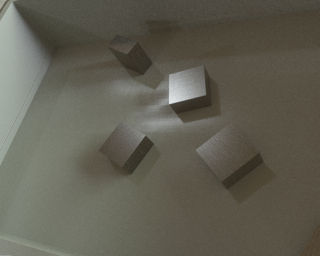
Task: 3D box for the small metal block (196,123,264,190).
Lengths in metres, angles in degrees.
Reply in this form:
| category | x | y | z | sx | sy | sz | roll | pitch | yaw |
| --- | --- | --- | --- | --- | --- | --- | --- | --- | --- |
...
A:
| category | x | y | z | sx | sy | sz | roll | pitch | yaw |
| --- | --- | --- | --- | --- | --- | --- | --- | --- | --- |
| small metal block | 0.077 | 0.031 | 0.346 | 0.050 | 0.025 | 0.050 | -38 | 51 | 2 |

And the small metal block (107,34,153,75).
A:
| category | x | y | z | sx | sy | sz | roll | pitch | yaw |
| --- | --- | --- | --- | --- | --- | --- | --- | --- | --- |
| small metal block | -0.047 | -0.114 | 0.485 | 0.050 | 0.050 | 0.025 | 30 | 79 | 37 |

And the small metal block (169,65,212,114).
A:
| category | x | y | z | sx | sy | sz | roll | pitch | yaw |
| --- | --- | --- | --- | --- | --- | --- | --- | --- | --- |
| small metal block | 0.040 | -0.051 | 0.416 | 0.050 | 0.025 | 0.050 | -12 | 56 | 21 |

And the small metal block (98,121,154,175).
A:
| category | x | y | z | sx | sy | sz | roll | pitch | yaw |
| --- | --- | --- | --- | --- | --- | --- | --- | --- | --- |
| small metal block | -0.045 | 0.026 | 0.414 | 0.050 | 0.025 | 0.050 | 28 | 77 | 37 |

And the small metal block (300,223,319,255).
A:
| category | x | y | z | sx | sy | sz | roll | pitch | yaw |
| --- | --- | --- | --- | --- | --- | --- | --- | --- | --- |
| small metal block | 0.154 | 0.106 | 0.260 | 0.050 | 0.025 | 0.050 | 30 | 78 | 37 |
